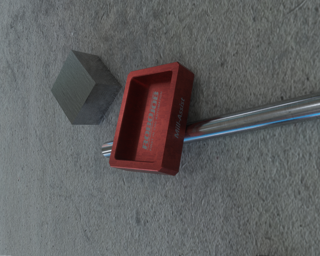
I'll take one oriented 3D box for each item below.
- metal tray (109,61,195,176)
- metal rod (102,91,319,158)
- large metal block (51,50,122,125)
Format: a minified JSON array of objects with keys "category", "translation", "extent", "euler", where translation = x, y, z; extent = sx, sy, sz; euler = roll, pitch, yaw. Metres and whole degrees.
[{"category":"metal tray","translation":[-0.011,-0.011,0.382],"extent":[0.090,0.030,0.129],"euler":[-2,72,42]},{"category":"metal rod","translation":[0.036,0.006,0.373],"extent":[0.300,0.025,0.025],"euler":[-13,82,38]},{"category":"large metal block","translation":[-0.116,-0.061,0.482],"extent":[0.080,0.050,0.080],"euler":[51,120,27]}]
